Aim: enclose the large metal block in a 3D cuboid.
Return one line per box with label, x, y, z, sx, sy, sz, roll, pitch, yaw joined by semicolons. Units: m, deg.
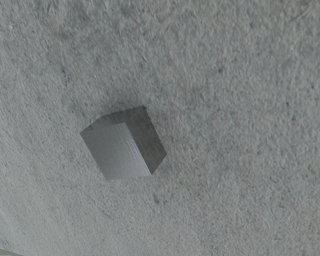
large metal block;-0.049;0.022;0.429;0.080;0.050;0.080;-12;113;33
